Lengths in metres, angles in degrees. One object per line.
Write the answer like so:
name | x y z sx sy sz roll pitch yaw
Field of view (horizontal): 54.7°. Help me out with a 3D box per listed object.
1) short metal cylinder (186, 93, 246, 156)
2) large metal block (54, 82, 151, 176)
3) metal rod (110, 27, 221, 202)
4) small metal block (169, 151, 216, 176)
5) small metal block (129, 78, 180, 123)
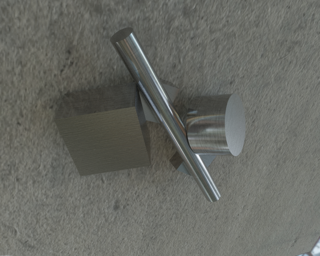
short metal cylinder | 0.076 -0.004 0.407 0.080 0.050 0.079 2 87 -58
large metal block | -0.058 0.002 0.342 0.080 0.050 0.080 -9 127 4
metal rod | 0.023 0.008 0.396 0.025 0.025 0.299 -36 130 -5
small metal block | 0.051 0.043 0.465 0.050 0.025 0.050 27 103 -38
small metal block | -0.012 -0.037 0.381 0.050 0.025 0.050 13 112 -34
